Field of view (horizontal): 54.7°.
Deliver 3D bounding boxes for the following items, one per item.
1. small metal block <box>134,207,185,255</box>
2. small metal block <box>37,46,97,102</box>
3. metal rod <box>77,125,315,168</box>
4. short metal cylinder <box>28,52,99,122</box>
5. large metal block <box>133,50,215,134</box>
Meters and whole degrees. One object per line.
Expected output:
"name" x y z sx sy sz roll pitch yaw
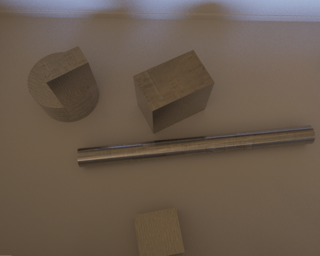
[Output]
"small metal block" -0.001 0.124 0.364 0.050 0.025 0.050 -10 70 -4
"small metal block" -0.108 -0.062 0.365 0.050 0.050 0.025 -29 73 -10
"metal rod" 0.048 0.023 0.401 0.302 0.025 0.025 -6 70 -3
"short metal cylinder" -0.127 -0.053 0.414 0.081 0.050 0.080 0 70 -1
"large metal block" 0.016 -0.043 0.396 0.080 0.080 0.050 -26 72 -9
